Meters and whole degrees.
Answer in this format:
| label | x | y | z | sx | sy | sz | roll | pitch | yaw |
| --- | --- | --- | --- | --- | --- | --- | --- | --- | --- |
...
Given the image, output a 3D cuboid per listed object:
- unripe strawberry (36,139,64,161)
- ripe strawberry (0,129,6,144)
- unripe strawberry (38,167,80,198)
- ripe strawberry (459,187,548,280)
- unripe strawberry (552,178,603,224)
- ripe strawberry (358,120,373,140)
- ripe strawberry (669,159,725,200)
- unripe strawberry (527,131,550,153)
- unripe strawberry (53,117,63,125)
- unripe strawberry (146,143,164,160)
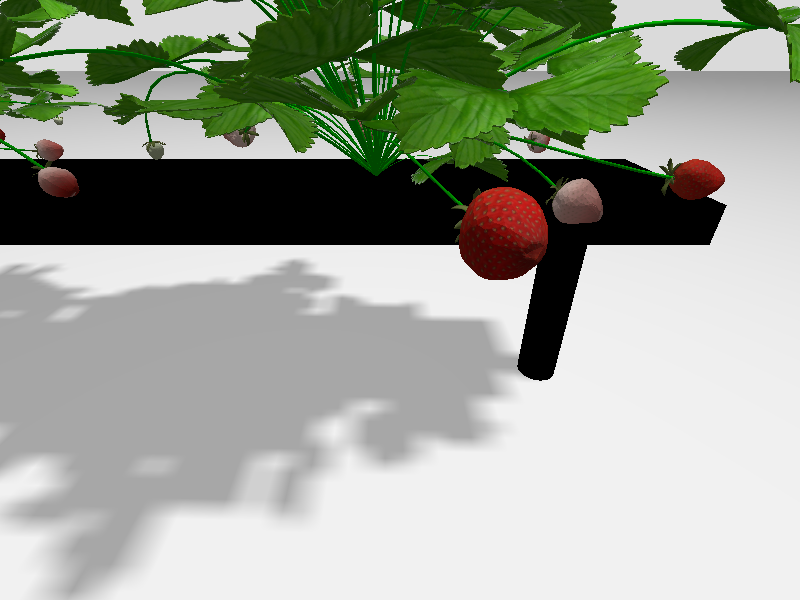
| label | x | y | z | sx | sy | sz | roll | pitch | yaw |
| --- | --- | --- | --- | --- | --- | --- | --- | --- | --- |
| unripe strawberry | -0.342 | -0.147 | 0.392 | 0.020 | 0.020 | 0.019 | -13 | 34 | -22 |
| ripe strawberry | -0.464 | -0.189 | 0.459 | 0.018 | 0.021 | 0.020 | 1 | 18 | 2 |
| unripe strawberry | -0.242 | -0.083 | 0.285 | 0.020 | 0.023 | 0.023 | -43 | 11 | 33 |
| ripe strawberry | 0.048 | -0.028 | 0.178 | 0.039 | 0.041 | 0.042 | -11 | 34 | -17 |
| unripe strawberry | 0.107 | -0.057 | 0.238 | 0.028 | 0.027 | 0.026 | 38 | 46 | 25 |
| ripe strawberry | -0.038 | -0.203 | 0.475 | 0.030 | 0.027 | 0.027 | -3 | 22 | -5 |
| ripe strawberry | 0.206 | -0.084 | 0.278 | 0.031 | 0.027 | 0.031 | 10 | 33 | 14 |
| unripe strawberry | 0.149 | -0.170 | 0.426 | 0.025 | 0.024 | 0.023 | -17 | 35 | -27 |
| unripe strawberry | -0.444 | -0.232 | 0.520 | 0.009 | 0.010 | 0.010 | 4 | 31 | 6 |
| unripe strawberry | -0.229 | -0.140 | 0.376 | 0.016 | 0.015 | 0.014 | 6 | 32 | 10 |
